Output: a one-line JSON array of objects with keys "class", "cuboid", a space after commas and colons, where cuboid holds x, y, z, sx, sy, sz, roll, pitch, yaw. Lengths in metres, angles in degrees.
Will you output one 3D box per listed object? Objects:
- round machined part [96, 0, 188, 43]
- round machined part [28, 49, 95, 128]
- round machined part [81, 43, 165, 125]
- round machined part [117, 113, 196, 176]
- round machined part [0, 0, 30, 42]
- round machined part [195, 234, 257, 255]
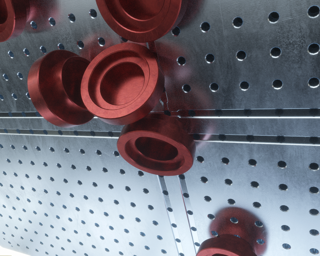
[{"class": "round machined part", "cuboid": [-0.016, -0.142, 0.321, 0.098, 0.042, 0.097, 13, 124, 21]}, {"class": "round machined part", "cuboid": [-0.110, -0.052, 0.391, 0.042, 0.098, 0.098, -13, 112, 34]}, {"class": "round machined part", "cuboid": [-0.040, -0.049, 0.369, 0.098, 0.098, 0.042, 10, 164, 23]}, {"class": "round machined part", "cuboid": [-0.002, 0.018, 0.399, 0.098, 0.042, 0.098, 11, 143, 8]}, {"class": "round machined part", "cuboid": [-0.215, -0.168, 0.411, 0.098, 0.042, 0.097, 13, 124, 21]}, {"class": "round machined part", "cuboid": [0.106, 0.201, 0.469, 0.098, 0.042, 0.097, 13, 124, 21]}]
